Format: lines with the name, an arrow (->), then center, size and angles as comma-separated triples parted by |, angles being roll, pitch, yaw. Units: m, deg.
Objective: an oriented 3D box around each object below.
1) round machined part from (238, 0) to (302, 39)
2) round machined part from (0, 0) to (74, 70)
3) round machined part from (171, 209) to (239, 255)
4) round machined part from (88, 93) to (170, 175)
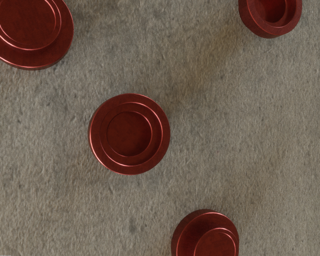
round machined part -> 0.157, -0.181, 0.460 | 0.099, 0.042, 0.097 | 0, 90, -21
round machined part -> -0.147, -0.116, 0.346 | 0.099, 0.042, 0.097 | 0, 90, -21
round machined part -> 0.068, 0.166, 0.427 | 0.099, 0.042, 0.097 | 0, 90, -21
round machined part -> -0.040, 0.007, 0.386 | 0.099, 0.042, 0.097 | 0, 90, -21
